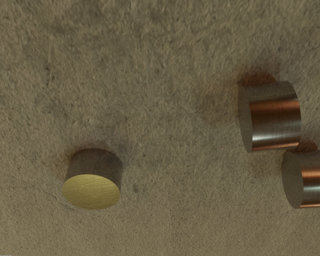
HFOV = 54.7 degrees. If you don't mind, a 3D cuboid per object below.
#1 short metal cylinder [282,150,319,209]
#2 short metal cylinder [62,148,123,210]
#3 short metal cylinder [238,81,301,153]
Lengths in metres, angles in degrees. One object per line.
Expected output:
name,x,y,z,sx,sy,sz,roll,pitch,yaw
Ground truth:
short metal cylinder,0.211,0.071,0.435,0.050,0.080,0.079,-4,130,2
short metal cylinder,-0.097,0.075,0.454,0.081,0.050,0.079,0,130,0
short metal cylinder,0.124,-0.013,0.362,0.050,0.080,0.080,-7,130,5
